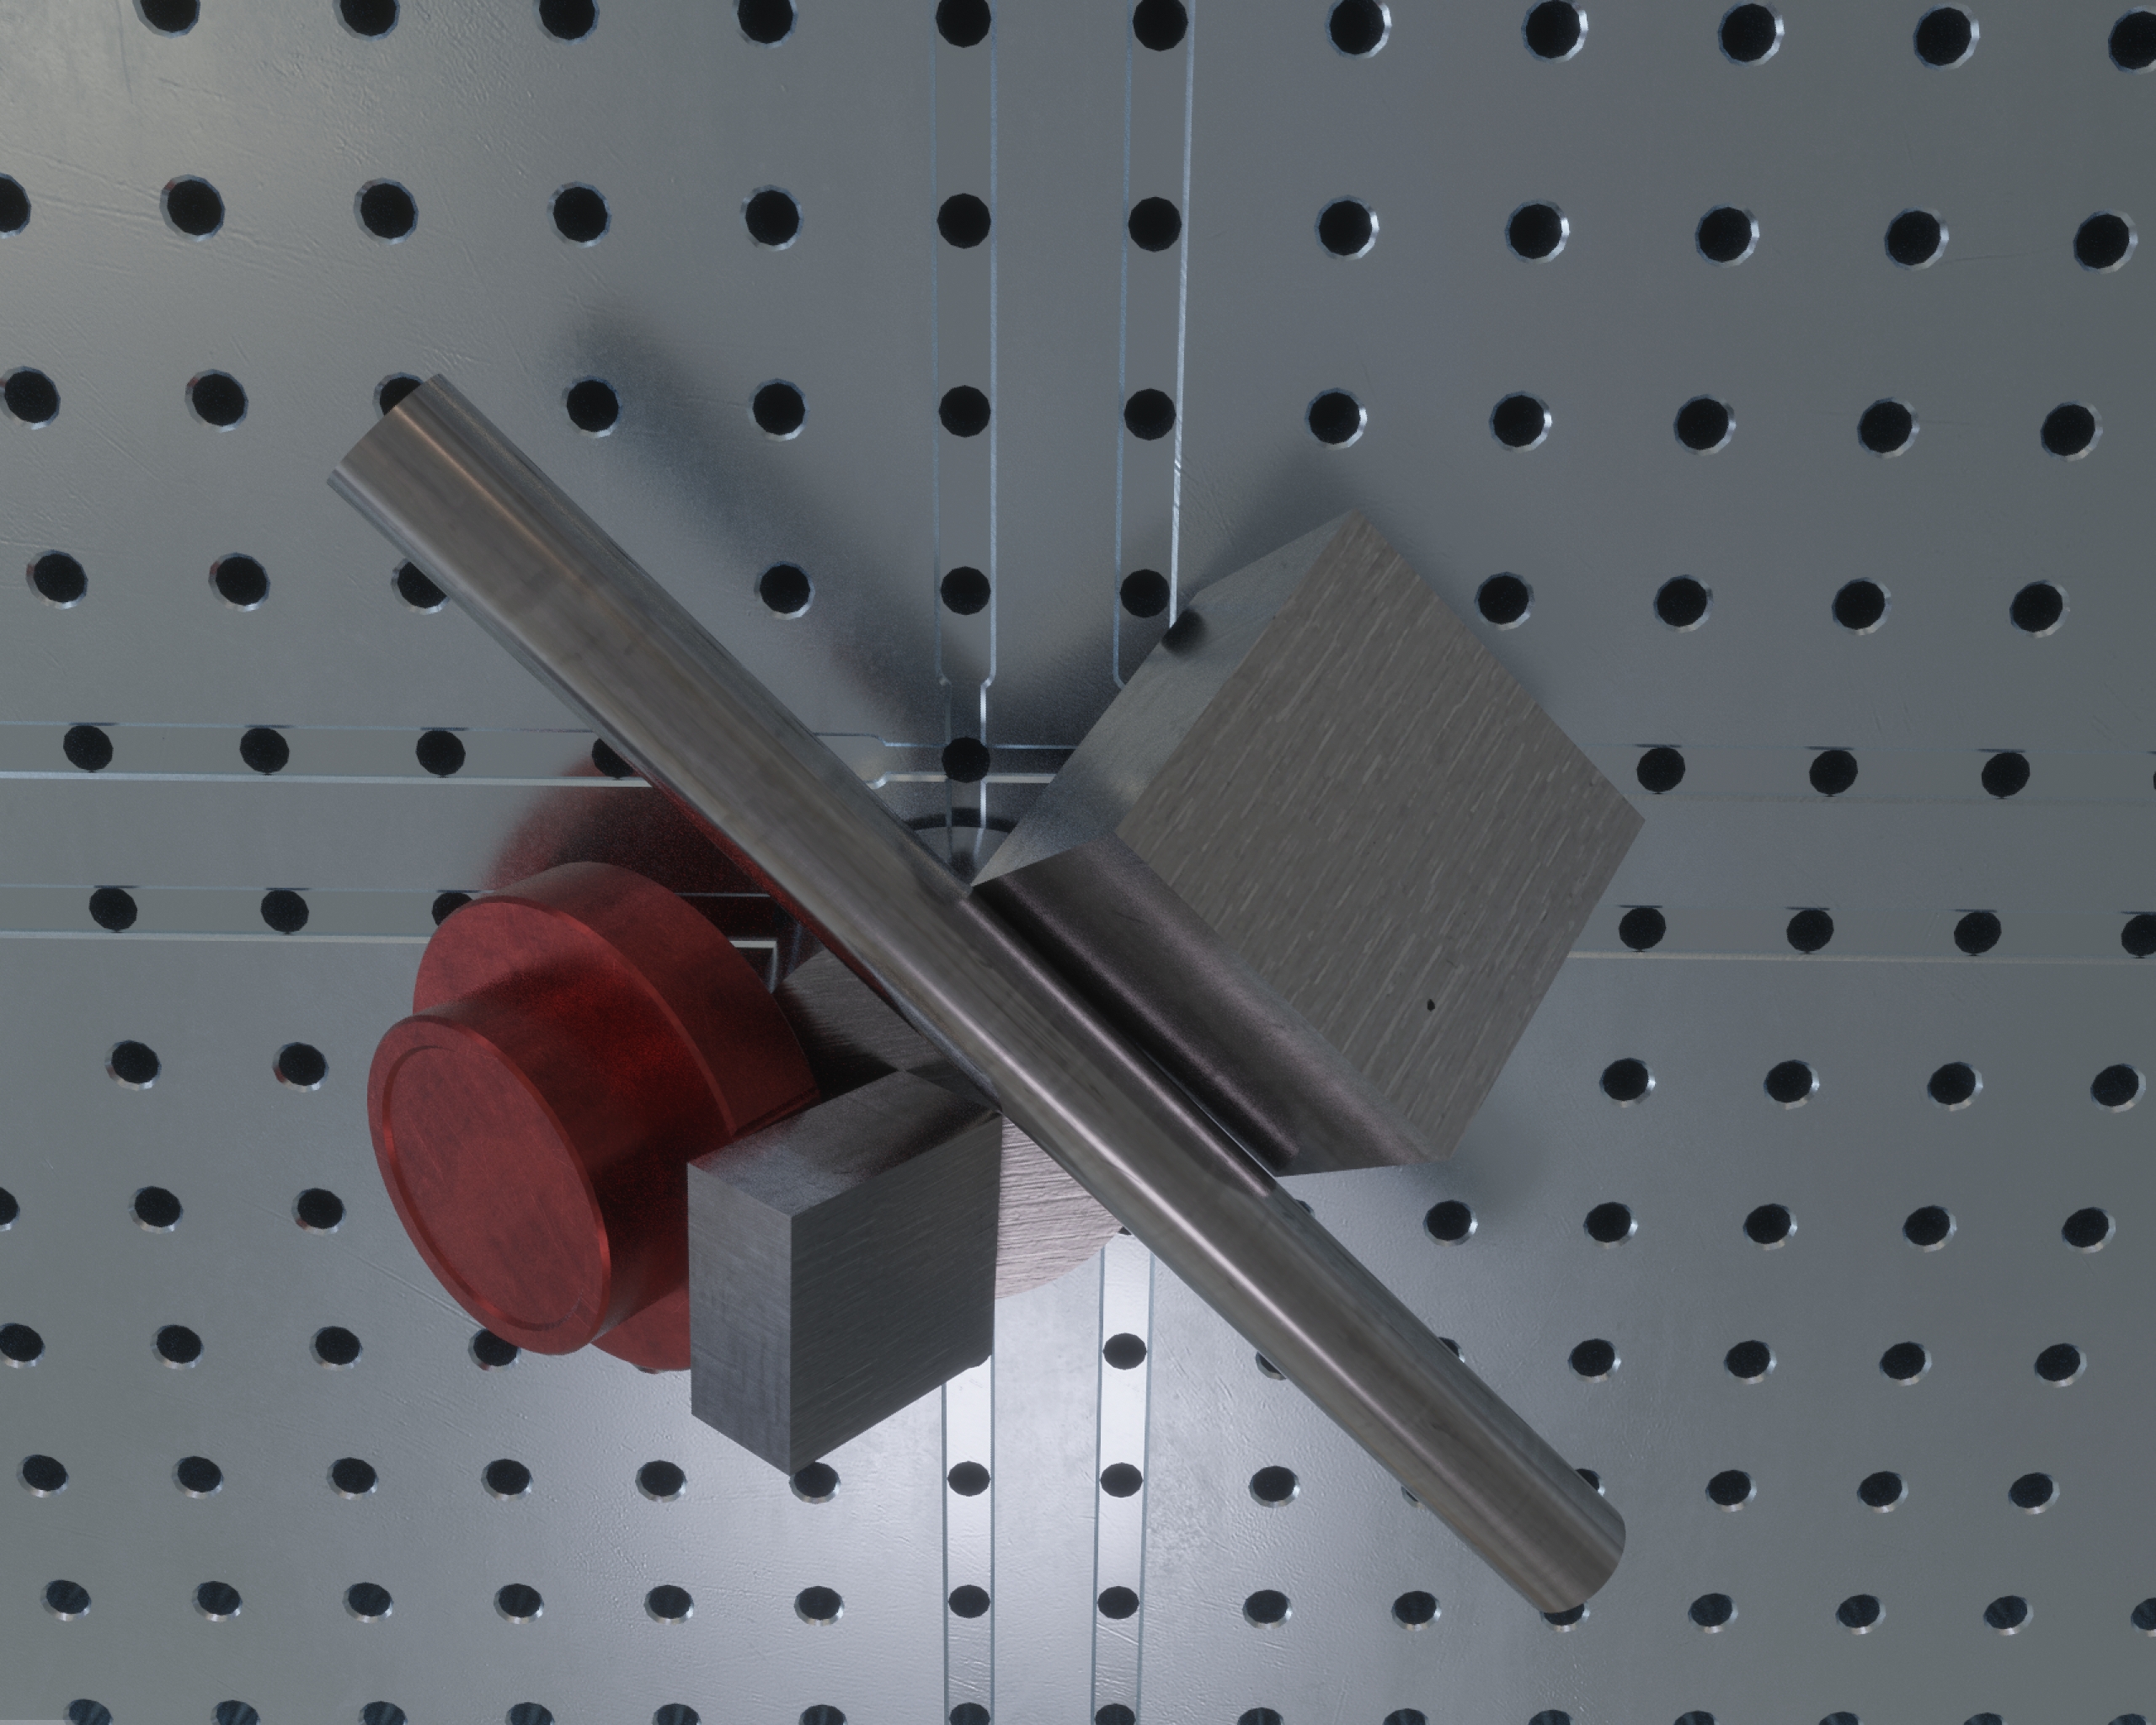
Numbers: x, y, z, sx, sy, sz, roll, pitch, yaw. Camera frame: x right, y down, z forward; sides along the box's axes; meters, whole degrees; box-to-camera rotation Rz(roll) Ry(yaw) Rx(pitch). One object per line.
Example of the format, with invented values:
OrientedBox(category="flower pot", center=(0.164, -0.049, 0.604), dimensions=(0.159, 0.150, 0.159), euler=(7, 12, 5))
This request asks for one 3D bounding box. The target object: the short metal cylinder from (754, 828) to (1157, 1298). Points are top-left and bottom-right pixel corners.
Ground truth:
OrientedBox(category="short metal cylinder", center=(-0.024, 0.039, 0.410), dimensions=(0.081, 0.050, 0.079), euler=(0, 110, 0))

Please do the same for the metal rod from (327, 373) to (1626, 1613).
OrientedBox(category="metal rod", center=(-0.006, 0.033, 0.368), dimensions=(0.025, 0.025, 0.300), euler=(-42, 105, 14))

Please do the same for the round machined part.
OrientedBox(category="round machined part", center=(-0.095, 0.052, 0.391), dimensions=(0.098, 0.042, 0.097), euler=(18, 120, 34))

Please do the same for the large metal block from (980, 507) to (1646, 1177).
OrientedBox(category="large metal block", center=(0.042, -0.002, 0.373), dimensions=(0.080, 0.050, 0.080), euler=(44, 61, -15))

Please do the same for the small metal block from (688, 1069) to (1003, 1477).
OrientedBox(category="small metal block", center=(-0.040, 0.070, 0.366), dimensions=(0.025, 0.050, 0.050), euler=(19, 116, 36))
